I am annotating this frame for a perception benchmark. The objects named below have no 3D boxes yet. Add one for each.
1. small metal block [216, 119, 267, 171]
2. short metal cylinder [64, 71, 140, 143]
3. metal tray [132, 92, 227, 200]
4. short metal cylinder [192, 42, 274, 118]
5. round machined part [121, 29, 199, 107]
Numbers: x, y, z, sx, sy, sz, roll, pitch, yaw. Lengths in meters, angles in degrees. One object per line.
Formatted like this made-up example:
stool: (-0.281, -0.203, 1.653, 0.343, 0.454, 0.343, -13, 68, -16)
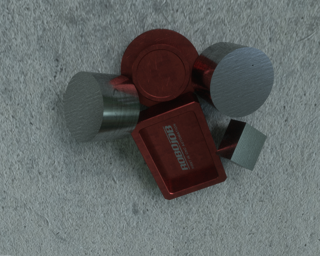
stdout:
small metal block: (0.106, 0.022, 0.401, 0.050, 0.025, 0.050, 27, 85, -37)
short metal cylinder: (-0.070, -0.024, 0.365, 0.050, 0.080, 0.079, -4, 118, -46)
metal tray: (0.026, 0.028, 0.407, 0.090, 0.030, 0.129, -21, 119, 7)
short metal cylinder: (0.085, -0.058, 0.366, 0.081, 0.050, 0.079, -7, 113, -17)
round machined part: (0.001, -0.069, 0.377, 0.099, 0.042, 0.097, 0, 110, 0)
